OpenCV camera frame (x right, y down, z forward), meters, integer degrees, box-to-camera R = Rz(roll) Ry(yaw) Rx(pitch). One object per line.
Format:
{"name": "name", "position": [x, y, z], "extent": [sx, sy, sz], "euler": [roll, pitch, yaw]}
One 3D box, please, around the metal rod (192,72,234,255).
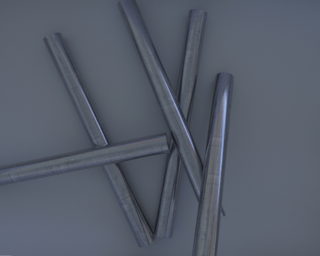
{"name": "metal rod", "position": [0.059, 0.065, 0.349], "extent": [0.025, 0.025, 0.299], "euler": [12, 64, 0]}

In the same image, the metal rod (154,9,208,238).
{"name": "metal rod", "position": [0.028, -0.006, 0.411], "extent": [0.025, 0.025, 0.298], "euler": [9, 90, -1]}

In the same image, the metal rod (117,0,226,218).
{"name": "metal rod", "position": [0.011, -0.030, 0.390], "extent": [0.025, 0.025, 0.299], "euler": [-22, 82, 0]}

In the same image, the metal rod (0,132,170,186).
{"name": "metal rod", "position": [-0.137, 0.048, 0.391], "extent": [0.301, 0.025, 0.025], "euler": [-12, 90, 6]}

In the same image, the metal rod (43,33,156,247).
{"name": "metal rod", "position": [-0.080, 0.016, 0.410], "extent": [0.025, 0.025, 0.299], "euler": [-25, 90, 0]}
